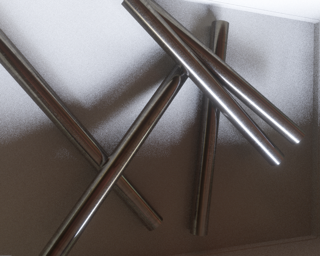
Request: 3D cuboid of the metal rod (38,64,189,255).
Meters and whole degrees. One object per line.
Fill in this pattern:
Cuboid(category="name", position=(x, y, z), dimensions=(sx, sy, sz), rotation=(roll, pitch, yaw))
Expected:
Cuboid(category="metal rod", position=(-0.040, 0.026, 0.373), dimensions=(0.025, 0.025, 0.300), rotation=(40, 68, -16))

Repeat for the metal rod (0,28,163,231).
Cuboid(category="metal rod", position=(-0.097, 0.012, 0.375), dimensions=(0.025, 0.025, 0.300), rotation=(-42, 104, -15))

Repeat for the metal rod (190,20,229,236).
Cuboid(category="metal rod", position=(0.070, -0.001, 0.437), dimensions=(0.025, 0.025, 0.298), rotation=(7, 88, -20))

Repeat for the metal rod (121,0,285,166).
Cuboid(category="metal rod", position=(0.066, -0.055, 0.407), dimensions=(0.300, 0.025, 0.025), rotation=(44, 76, -16))

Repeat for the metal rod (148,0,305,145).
Cuboid(category="metal rod", position=(0.076, -0.080, 0.414), dimensions=(0.300, 0.025, 0.025), rotation=(39, 77, -7))
